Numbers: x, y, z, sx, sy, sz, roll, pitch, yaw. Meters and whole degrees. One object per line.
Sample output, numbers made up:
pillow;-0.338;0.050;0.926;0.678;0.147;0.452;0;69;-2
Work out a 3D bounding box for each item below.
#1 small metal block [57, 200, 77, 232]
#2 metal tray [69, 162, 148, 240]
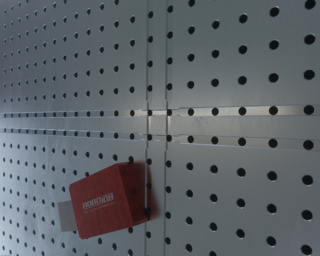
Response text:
small metal block;-0.148;0.149;0.532;0.050;0.025;0.050;-18;78;38
metal tray;-0.084;0.113;0.475;0.130;0.030;0.090;-27;73;36
